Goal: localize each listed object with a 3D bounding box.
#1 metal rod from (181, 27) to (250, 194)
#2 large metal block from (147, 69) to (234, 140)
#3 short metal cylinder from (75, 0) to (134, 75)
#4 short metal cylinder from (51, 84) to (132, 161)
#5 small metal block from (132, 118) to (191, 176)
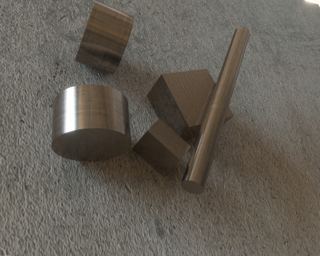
[{"bbox_3d":[0.083,-0.046,0.412,0.025,0.025,0.301,31,52,-8],"label":"metal rod"},{"bbox_3d":[0.041,-0.031,0.429,0.081,0.050,0.080,-14,69,-34],"label":"large metal block"},{"bbox_3d":[-0.072,-0.115,0.400,0.050,0.080,0.080,19,55,-18],"label":"short metal cylinder"},{"bbox_3d":[-0.072,-0.003,0.331,0.081,0.080,0.050,6,59,-25],"label":"short metal cylinder"},{"bbox_3d":[0.001,0.024,0.373,0.050,0.050,0.025,42,51,0],"label":"small metal block"}]
